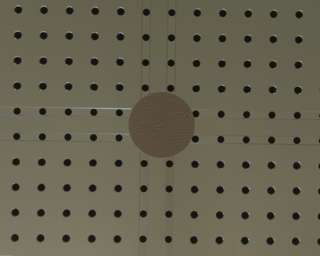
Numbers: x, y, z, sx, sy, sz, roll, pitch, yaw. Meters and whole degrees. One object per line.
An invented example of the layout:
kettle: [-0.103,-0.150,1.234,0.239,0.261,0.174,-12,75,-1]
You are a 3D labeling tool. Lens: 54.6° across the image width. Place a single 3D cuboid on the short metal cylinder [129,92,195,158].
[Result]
short metal cylinder: [0.002,-0.004,0.401,0.080,0.050,0.080,0,90,0]
